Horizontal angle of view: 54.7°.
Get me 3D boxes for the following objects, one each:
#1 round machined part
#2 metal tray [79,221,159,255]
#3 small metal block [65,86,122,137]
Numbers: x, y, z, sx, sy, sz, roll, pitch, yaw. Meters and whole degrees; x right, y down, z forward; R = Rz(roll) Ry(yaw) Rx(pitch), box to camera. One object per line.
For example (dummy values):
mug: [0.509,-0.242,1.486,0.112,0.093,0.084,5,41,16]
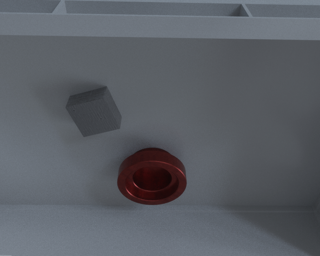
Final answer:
round machined part: [-0.011,0.067,0.455,0.099,0.042,0.097,-1,130,0]
metal tray: [-0.079,0.235,0.608,0.131,0.030,0.090,31,123,-24]
small metal block: [-0.082,-0.020,0.391,0.050,0.025,0.050,-13,129,10]
